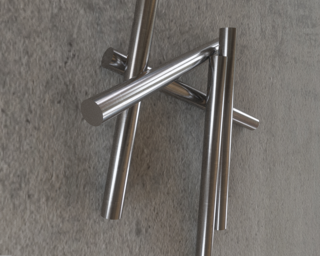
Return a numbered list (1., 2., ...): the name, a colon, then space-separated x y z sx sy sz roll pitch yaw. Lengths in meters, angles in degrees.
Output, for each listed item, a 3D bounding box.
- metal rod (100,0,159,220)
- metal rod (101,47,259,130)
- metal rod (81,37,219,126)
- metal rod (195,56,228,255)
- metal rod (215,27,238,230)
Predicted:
1. metal rod: -0.031 -0.045 0.352 0.025 0.025 0.298 7 94 -40
2. metal rod: 0.051 -0.044 0.449 0.302 0.025 0.025 18 79 -39
3. metal rod: 0.020 -0.073 0.377 0.302 0.025 0.025 -37 114 -49
4. metal rod: 0.072 0.050 0.441 0.025 0.025 0.298 -4 101 -40
5. metal rod: 0.094 0.008 0.459 0.025 0.025 0.298 -8 103 -40
